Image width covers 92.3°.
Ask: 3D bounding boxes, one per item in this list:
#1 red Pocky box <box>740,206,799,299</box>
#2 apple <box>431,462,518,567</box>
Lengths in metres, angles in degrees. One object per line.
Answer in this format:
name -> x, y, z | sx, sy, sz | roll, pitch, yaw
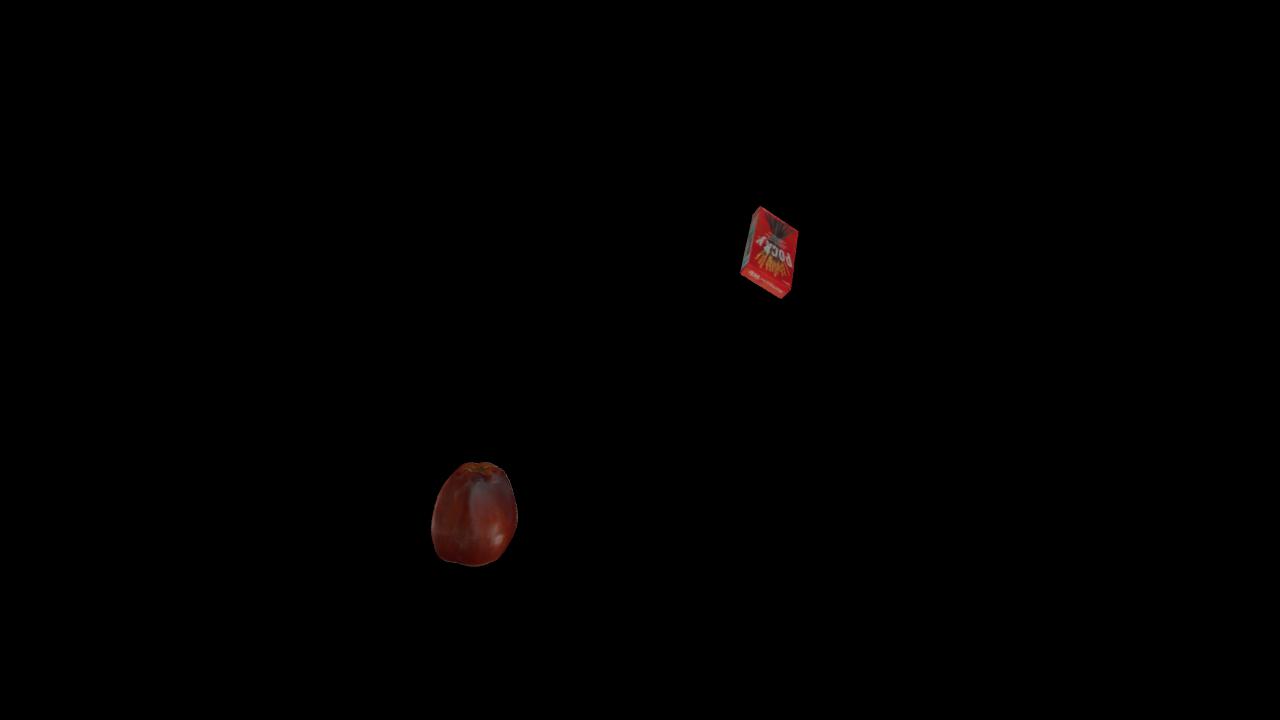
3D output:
red Pocky box -> 0.210, -0.174, 0.984 | 0.083, 0.155, 0.028 | 29, -40, -14
apple -> -0.146, 0.139, 0.552 | 0.079, 0.093, 0.079 | 3, 8, 0
